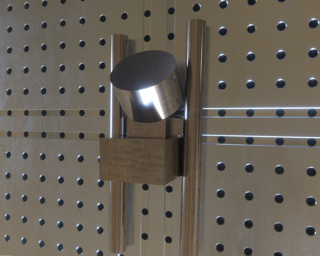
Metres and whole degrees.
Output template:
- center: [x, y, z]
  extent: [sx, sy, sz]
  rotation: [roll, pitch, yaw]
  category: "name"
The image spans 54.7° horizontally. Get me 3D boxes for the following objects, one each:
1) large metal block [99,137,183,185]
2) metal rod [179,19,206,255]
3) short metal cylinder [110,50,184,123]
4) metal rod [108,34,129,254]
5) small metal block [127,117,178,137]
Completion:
- center: [-0.019, 0.037, 0.388]
  extent: [0.080, 0.080, 0.050]
  rotation: [1, 91, 20]
  category: "large metal block"
- center: [0.042, 0.014, 0.398]
  extent: [0.025, 0.025, 0.298]
  rotation: [2, 91, 20]
  category: "metal rod"
- center: [-0.015, -0.052, 0.381]
  extent: [0.080, 0.050, 0.080]
  rotation: [-9, 44, 9]
  category: "short metal cylinder"
- center: [-0.058, 0.022, 0.433]
  extent: [0.025, 0.025, 0.298]
  rotation: [1, 90, 20]
  category: "metal rod"
- center: [-0.008, -0.001, 0.402]
  extent: [0.050, 0.050, 0.025]
  rotation: [2, 91, 19]
  category: "small metal block"
